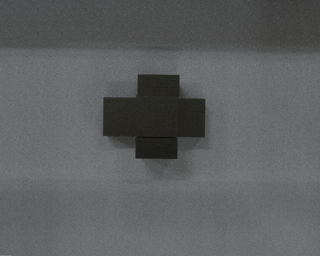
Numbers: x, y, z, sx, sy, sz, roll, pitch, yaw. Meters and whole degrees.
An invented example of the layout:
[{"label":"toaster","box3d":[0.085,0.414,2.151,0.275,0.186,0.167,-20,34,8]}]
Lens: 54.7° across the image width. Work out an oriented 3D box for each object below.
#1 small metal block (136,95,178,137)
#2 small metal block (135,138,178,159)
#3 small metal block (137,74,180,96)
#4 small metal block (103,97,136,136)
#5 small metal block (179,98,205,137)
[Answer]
[{"label":"small metal block","box3d":[-0.004,-0.014,0.384,0.050,0.025,0.050,1,90,-1]},{"label":"small metal block","box3d":[-0.004,0.024,0.396,0.050,0.050,0.025,1,90,0]},{"label":"small metal block","box3d":[-0.002,-0.052,0.396,0.050,0.050,0.025,1,90,0]},{"label":"small metal block","box3d":[-0.047,-0.014,0.409,0.050,0.025,0.050,1,90,0]},{"label":"small metal block","box3d":[0.033,-0.013,0.410,0.050,0.025,0.050,1,90,-1]}]
